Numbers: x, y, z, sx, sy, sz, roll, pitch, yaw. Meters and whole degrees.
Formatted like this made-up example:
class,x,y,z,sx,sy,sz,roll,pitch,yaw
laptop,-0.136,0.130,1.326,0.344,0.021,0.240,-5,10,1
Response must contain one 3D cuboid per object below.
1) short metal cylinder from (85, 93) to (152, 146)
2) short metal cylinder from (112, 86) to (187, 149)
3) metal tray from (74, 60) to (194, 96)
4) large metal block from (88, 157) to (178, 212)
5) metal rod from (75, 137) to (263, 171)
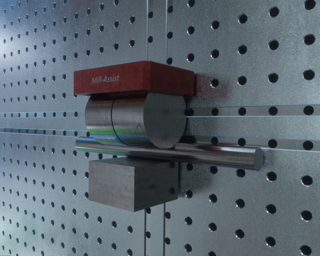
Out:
class,x,y,z,sx,sy,sz,roll,pitch,yaw
short metal cylinder,-0.051,-0.016,0.412,0.050,0.081,0.079,1,91,40
short metal cylinder,-0.011,-0.016,0.379,0.050,0.081,0.079,2,92,40
metal tray,-0.034,-0.056,0.390,0.130,0.091,0.030,2,91,40
large metal block,-0.033,0.067,0.395,0.080,0.081,0.050,1,91,40
metal rod,-0.014,0.029,0.415,0.300,0.025,0.025,2,91,40
